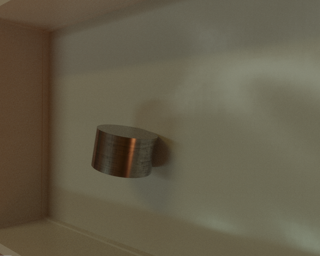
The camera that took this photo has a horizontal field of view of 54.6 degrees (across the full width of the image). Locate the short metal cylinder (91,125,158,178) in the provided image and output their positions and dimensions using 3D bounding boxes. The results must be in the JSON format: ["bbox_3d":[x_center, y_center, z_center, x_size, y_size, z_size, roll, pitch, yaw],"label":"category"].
[{"bbox_3d":[-0.047,0.029,0.411,0.080,0.081,0.050,17,101,39],"label":"short metal cylinder"}]
